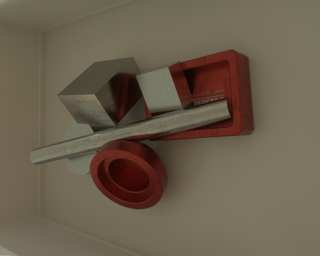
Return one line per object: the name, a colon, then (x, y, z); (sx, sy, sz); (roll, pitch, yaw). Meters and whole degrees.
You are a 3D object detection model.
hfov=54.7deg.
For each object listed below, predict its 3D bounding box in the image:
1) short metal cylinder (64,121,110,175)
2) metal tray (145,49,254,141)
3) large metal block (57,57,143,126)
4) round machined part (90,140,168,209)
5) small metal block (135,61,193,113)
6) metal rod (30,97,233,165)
short metal cylinder: (-0.101, 0.028, 0.468); (0.080, 0.050, 0.079); (0, 90, 39)
metal tray: (0.040, -0.032, 0.366); (0.130, 0.030, 0.089); (-6, 86, 39)
large metal block: (-0.075, -0.049, 0.419); (0.080, 0.080, 0.050); (4, 135, 40)
round machined part: (-0.036, 0.055, 0.401); (0.098, 0.042, 0.097); (11, 126, 16)
small metal block: (0.005, -0.048, 0.371); (0.050, 0.025, 0.050); (-6, 112, 40)
metal rod: (-0.055, 0.011, 0.394); (0.300, 0.025, 0.025); (-14, 81, 27)
